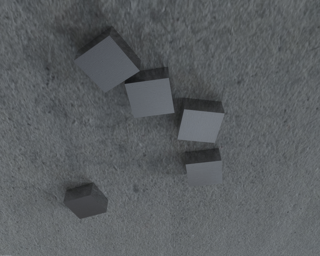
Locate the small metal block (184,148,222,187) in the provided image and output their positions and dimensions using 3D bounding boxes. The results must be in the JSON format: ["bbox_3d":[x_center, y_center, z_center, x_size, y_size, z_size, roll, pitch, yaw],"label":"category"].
[{"bbox_3d":[0.065,0.059,0.459,0.050,0.025,0.050,-7,130,5],"label":"small metal block"}]

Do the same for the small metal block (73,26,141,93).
[{"bbox_3d":[-0.057,-0.075,0.343,0.050,0.025,0.050,-28,125,21],"label":"small metal block"}]

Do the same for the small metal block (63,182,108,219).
[{"bbox_3d":[-0.121,0.120,0.508,0.050,0.025,0.050,-18,128,14],"label":"small metal block"}]

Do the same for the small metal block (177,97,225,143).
[{"bbox_3d":[0.051,-0.009,0.400,0.050,0.025,0.050,5,130,-5],"label":"small metal block"}]

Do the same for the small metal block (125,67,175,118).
[{"bbox_3d":[-0.011,-0.042,0.371,0.050,0.025,0.050,-7,130,5],"label":"small metal block"}]
